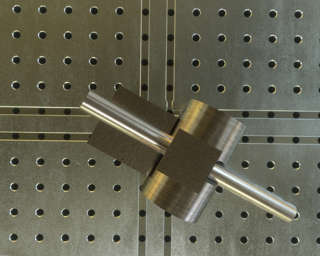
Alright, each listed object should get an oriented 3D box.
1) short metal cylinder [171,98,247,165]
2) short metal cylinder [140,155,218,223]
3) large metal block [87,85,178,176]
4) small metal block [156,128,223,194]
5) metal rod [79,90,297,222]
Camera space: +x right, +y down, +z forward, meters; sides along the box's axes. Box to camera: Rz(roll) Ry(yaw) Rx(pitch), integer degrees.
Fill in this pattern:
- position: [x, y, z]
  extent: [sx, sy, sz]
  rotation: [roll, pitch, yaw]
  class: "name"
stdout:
- position: [0.059, 0.004, 0.383]
  extent: [0.080, 0.080, 0.050]
  rotation: [28, 90, 0]
  class: "short metal cylinder"
- position: [0.023, 0.072, 0.382]
  extent: [0.080, 0.080, 0.050]
  rotation: [30, 90, 0]
  class: "short metal cylinder"
- position: [-0.033, 0.003, 0.395]
  extent: [0.080, 0.050, 0.080]
  rotation: [29, 90, 0]
  class: "large metal block"
- position: [0.031, 0.035, 0.331]
  extent: [0.050, 0.025, 0.050]
  rotation: [29, 90, 8]
  class: "small metal block"
- position: [0.046, 0.041, 0.371]
  extent: [0.301, 0.025, 0.025]
  rotation: [30, 90, -16]
  class: "metal rod"
